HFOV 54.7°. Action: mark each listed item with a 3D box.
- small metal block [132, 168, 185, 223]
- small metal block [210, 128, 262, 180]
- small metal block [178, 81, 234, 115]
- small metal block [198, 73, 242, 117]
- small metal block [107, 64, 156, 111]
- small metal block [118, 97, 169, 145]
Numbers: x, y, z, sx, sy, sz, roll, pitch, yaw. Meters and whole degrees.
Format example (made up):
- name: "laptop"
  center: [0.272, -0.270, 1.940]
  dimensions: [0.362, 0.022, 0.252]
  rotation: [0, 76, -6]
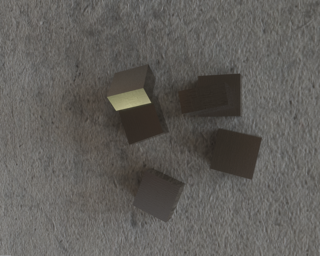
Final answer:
- name: "small metal block"
  center: [-0.001, 0.088, 0.409]
  dimensions: [0.050, 0.025, 0.050]
  rotation: [23, 98, 18]
- name: "small metal block"
  center: [0.093, 0.030, 0.376]
  dimensions: [0.050, 0.025, 0.050]
  rotation: [13, 94, 19]
- name: "small metal block"
  center: [0.054, -0.032, 0.350]
  dimensions: [0.050, 0.050, 0.025]
  rotation: [-11, 86, 19]
- name: "small metal block"
  center: [0.075, -0.039, 0.382]
  dimensions: [0.050, 0.025, 0.050]
  rotation: [0, 90, 19]
- name: "small metal block"
  center: [-0.036, -0.053, 0.406]
  dimensions: [0.050, 0.025, 0.050]
  rotation: [-11, 44, 19]
- name: "small metal block"
  center: [-0.022, -0.009, 0.416]
  dimensions: [0.050, 0.025, 0.050]
  rotation: [-20, 84, 18]
